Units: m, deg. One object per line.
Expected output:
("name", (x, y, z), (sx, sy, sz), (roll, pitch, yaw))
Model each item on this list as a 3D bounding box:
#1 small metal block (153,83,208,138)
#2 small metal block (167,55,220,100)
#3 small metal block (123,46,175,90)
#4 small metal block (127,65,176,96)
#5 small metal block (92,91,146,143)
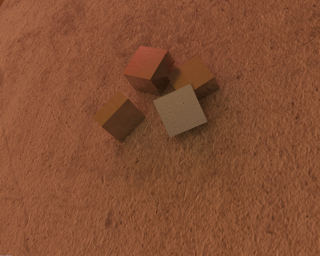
("small metal block", (0.027, -0.022, 0.387), (0.050, 0.025, 0.050), (-23, 94, 14))
("small metal block", (0.044, -0.063, 0.419), (0.050, 0.025, 0.050), (-33, 52, 7))
("small metal block", (-0.015, -0.084, 0.432), (0.050, 0.025, 0.050), (18, 71, 35))
("small metal block", (-0.012, -0.079, 0.458), (0.050, 0.025, 0.050), (18, 71, 35))
("small metal block", (-0.055, -0.014, 0.426), (0.050, 0.050, 0.025), (-47, 51, -5))
